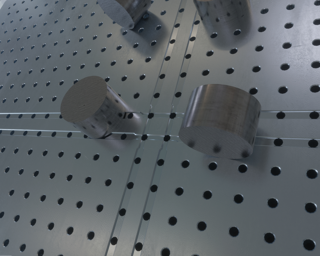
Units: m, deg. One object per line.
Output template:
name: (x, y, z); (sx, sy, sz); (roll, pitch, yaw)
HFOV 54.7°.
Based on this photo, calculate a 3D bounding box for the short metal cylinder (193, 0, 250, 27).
short metal cylinder: (0.091, -0.201, 0.468); (0.080, 0.050, 0.080); (-13, 56, 21)

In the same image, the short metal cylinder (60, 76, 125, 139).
short metal cylinder: (-0.100, -0.031, 0.463); (0.080, 0.050, 0.080); (-13, 56, 21)

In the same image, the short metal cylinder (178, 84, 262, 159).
short metal cylinder: (0.066, -0.005, 0.341); (0.080, 0.080, 0.050); (5, 64, 30)

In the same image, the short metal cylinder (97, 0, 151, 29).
short metal cylinder: (-0.063, -0.221, 0.541); (0.080, 0.080, 0.050); (28, 78, 37)
